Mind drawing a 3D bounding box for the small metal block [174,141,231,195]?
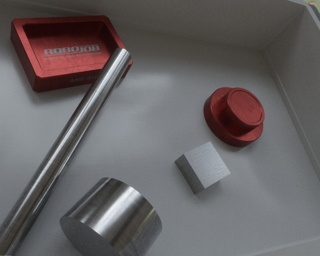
[{"bbox_3d":[0.056,0.052,0.406,0.050,0.025,0.050,-21,73,-36],"label":"small metal block"}]

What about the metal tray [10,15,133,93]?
[{"bbox_3d":[-0.112,-0.101,0.404,0.131,0.030,0.090,-17,71,-35],"label":"metal tray"}]

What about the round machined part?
[{"bbox_3d":[0.120,-0.023,0.476,0.099,0.042,0.098,14,56,-21],"label":"round machined part"}]

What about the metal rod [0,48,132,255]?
[{"bbox_3d":[-0.099,0.024,0.317,0.025,0.025,0.300,30,58,-10],"label":"metal rod"}]

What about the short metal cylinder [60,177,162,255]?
[{"bbox_3d":[-0.045,0.093,0.290,0.080,0.080,0.050,43,51,1],"label":"short metal cylinder"}]
